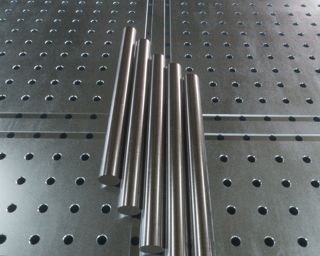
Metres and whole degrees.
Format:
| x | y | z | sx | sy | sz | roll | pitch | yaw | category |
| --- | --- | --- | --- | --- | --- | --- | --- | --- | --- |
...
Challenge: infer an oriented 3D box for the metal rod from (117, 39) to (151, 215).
| x | y | z | sx | sy | sz | roll | pitch | yaw | category |
| --- | --- | --- | --- | --- | --- | --- | --- | --- | --- |
| -0.031 | -0.026 | 0.428 | 0.025 | 0.025 | 0.300 | 1 | 50 | 0 | metal rod |

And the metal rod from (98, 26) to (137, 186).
| x | y | z | sx | sy | sz | roll | pitch | yaw | category |
| --- | --- | --- | --- | --- | --- | --- | --- | --- | --- |
| -0.056 | -0.055 | 0.452 | 0.025 | 0.025 | 0.300 | 1 | 50 | 0 | metal rod |

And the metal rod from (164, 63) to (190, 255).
| x | y | z | sx | sy | sz | roll | pitch | yaw | category |
| --- | --- | --- | --- | --- | --- | --- | --- | --- | --- |
| 0.019 | 0.022 | 0.388 | 0.025 | 0.025 | 0.300 | 1 | 50 | 0 | metal rod |

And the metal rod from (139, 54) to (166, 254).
| x | y | z | sx | sy | sz | roll | pitch | yaw | category |
| --- | --- | --- | --- | --- | --- | --- | --- | --- | --- |
| -0.006 | 0.005 | 0.402 | 0.025 | 0.025 | 0.300 | 1 | 50 | 0 | metal rod |

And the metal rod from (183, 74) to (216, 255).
| x | y | z | sx | sy | sz | roll | pitch | yaw | category |
| --- | --- | --- | --- | --- | --- | --- | --- | --- | --- |
| 0.044 | 0.042 | 0.372 | 0.025 | 0.025 | 0.300 | 1 | 50 | 0 | metal rod |
